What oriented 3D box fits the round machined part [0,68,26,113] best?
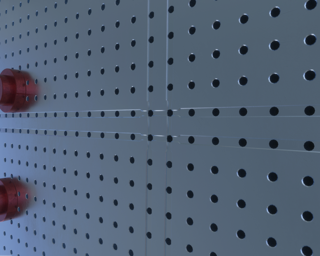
[{"bbox_3d":[-0.339,-0.082,0.681,0.098,0.042,0.097,0,91,40],"label":"round machined part"}]

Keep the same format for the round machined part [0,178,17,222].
[{"bbox_3d":[-0.369,0.165,0.706,0.098,0.042,0.097,0,90,40],"label":"round machined part"}]
